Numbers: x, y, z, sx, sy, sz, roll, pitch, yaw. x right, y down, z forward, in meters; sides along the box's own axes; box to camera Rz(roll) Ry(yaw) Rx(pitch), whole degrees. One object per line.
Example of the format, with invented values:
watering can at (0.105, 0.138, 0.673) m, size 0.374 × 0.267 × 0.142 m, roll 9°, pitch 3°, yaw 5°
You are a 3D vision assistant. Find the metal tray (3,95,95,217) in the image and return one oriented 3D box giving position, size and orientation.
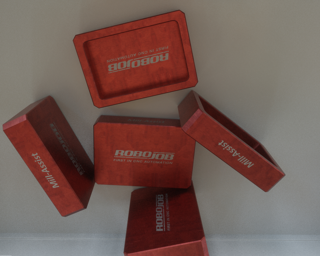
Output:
metal tray at (-0.128, 0.032, 0.384) m, size 0.030 × 0.090 × 0.129 m, roll -24°, pitch 109°, yaw 7°

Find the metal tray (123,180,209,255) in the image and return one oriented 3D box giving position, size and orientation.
metal tray at (0.006, 0.118, 0.396) m, size 0.090 × 0.130 × 0.030 m, roll -12°, pitch 110°, yaw 3°

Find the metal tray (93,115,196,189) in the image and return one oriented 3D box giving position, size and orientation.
metal tray at (-0.021, 0.033, 0.417) m, size 0.131 × 0.030 × 0.089 m, roll 3°, pitch 110°, yaw -2°

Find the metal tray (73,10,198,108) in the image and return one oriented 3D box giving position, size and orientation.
metal tray at (-0.027, -0.083, 0.376) m, size 0.131 × 0.030 × 0.089 m, roll -13°, pitch 110°, yaw 4°

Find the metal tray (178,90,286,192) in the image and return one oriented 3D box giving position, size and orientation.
metal tray at (0.083, 0.013, 0.380) m, size 0.130 × 0.090 × 0.030 m, roll 36°, pitch 107°, yaw -13°
